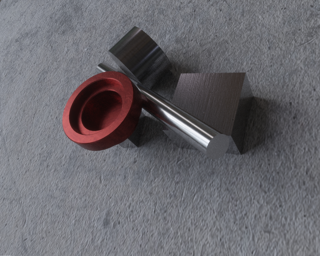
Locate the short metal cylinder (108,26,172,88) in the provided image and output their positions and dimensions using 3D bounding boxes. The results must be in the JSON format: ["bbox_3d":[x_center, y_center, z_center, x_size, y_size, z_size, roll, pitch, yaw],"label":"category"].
[{"bbox_3d":[-0.029,-0.097,0.443,0.050,0.080,0.080,-45,51,-3],"label":"short metal cylinder"}]

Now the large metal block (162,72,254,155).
[{"bbox_3d":[0.059,-0.018,0.369,0.080,0.050,0.080,5,64,30],"label":"large metal block"}]

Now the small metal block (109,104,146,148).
[{"bbox_3d":[-0.046,-0.006,0.416,0.025,0.050,0.050,-2,61,27],"label":"small metal block"}]

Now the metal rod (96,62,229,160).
[{"bbox_3d":[-0.021,-0.040,0.391,0.025,0.025,0.300,-46,37,-4],"label":"metal rod"}]

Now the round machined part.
[{"bbox_3d":[-0.064,-0.017,0.374,0.098,0.042,0.098,-12,58,21],"label":"round machined part"}]
